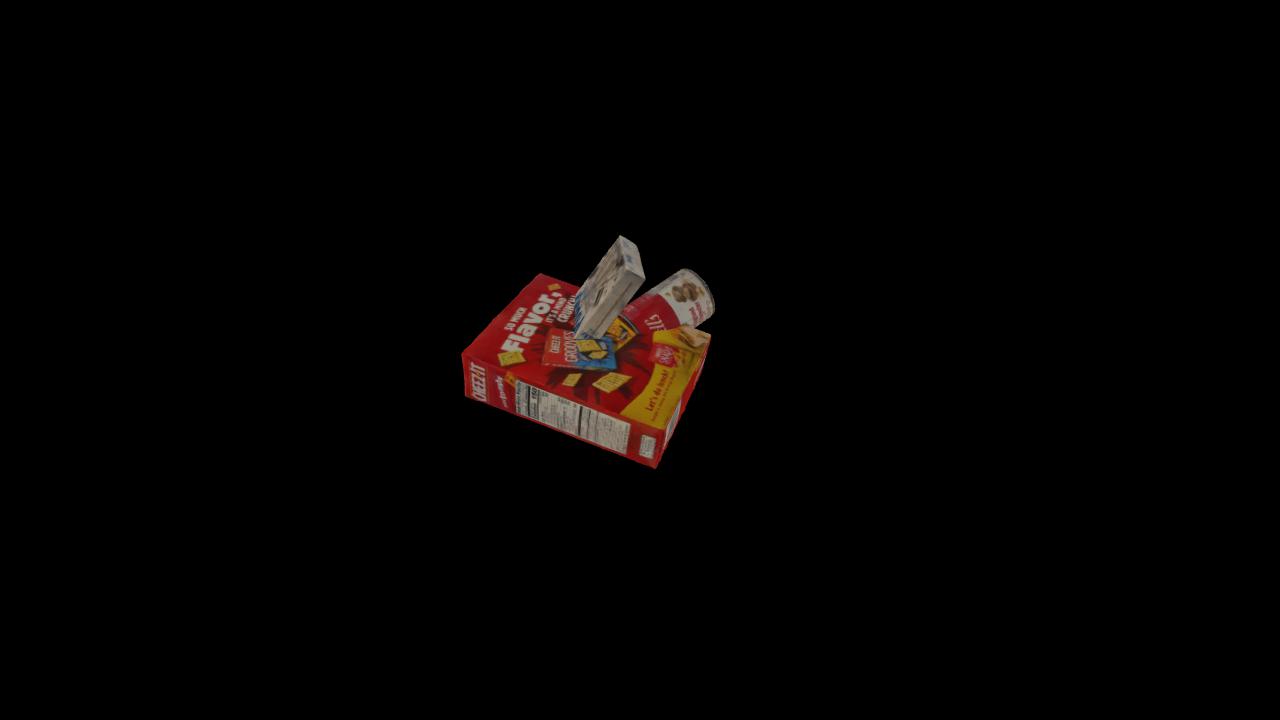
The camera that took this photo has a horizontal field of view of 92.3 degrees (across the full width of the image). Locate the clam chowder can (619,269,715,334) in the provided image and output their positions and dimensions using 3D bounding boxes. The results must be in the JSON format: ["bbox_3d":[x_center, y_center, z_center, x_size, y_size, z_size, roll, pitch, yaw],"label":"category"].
[{"bbox_3d":[0.028,-0.052,0.706,0.102,0.068,0.068,-36,12,-17],"label":"clam chowder can"}]

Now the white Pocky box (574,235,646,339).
[{"bbox_3d":[-0.052,-0.055,0.669,0.028,0.154,0.084,27,28,-26],"label":"white Pocky box"}]

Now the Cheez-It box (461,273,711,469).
[{"bbox_3d":[-0.053,0.004,0.665,0.223,0.071,0.166,20,42,10],"label":"Cheez-It box"}]
